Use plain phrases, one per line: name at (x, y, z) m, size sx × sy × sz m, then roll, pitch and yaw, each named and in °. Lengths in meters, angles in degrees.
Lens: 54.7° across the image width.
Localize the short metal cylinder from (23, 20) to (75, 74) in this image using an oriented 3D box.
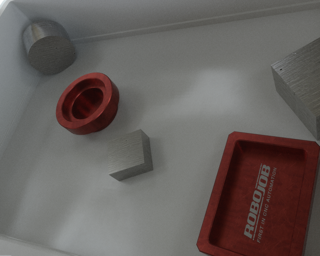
short metal cylinder at (-0.200, -0.146, 0.559) m, size 0.080 × 0.080 × 0.050 m, roll -34°, pitch 57°, yaw 5°

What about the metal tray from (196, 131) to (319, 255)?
metal tray at (0.099, 0.071, 0.306) m, size 0.090 × 0.030 × 0.130 m, roll 8°, pitch 65°, yaw 31°

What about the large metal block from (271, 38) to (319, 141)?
large metal block at (0.178, -0.047, 0.325) m, size 0.080 × 0.050 × 0.080 m, roll -30°, pitch 52°, yaw 9°

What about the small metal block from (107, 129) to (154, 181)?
small metal block at (-0.039, 0.036, 0.403) m, size 0.050 × 0.025 × 0.050 m, roll -20°, pitch 54°, yaw 16°

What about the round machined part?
round machined part at (-0.103, -0.032, 0.467) m, size 0.098 × 0.042 × 0.098 m, roll -13°, pitch 56°, yaw 20°
